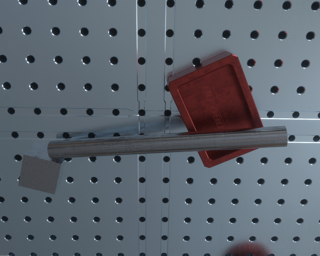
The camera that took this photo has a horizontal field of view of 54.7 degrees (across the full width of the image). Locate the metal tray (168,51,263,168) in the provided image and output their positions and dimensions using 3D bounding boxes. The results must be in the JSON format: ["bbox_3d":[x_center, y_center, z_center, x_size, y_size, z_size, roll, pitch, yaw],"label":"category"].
[{"bbox_3d":[0.076,-0.021,0.403,0.090,0.030,0.129,-24,109,8],"label":"metal tray"}]

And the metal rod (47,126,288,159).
[{"bbox_3d":[0.001,0.020,0.394,0.301,0.025,0.025,-4,111,11],"label":"metal rod"}]

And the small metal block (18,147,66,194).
[{"bbox_3d":[-0.164,0.060,0.433,0.050,0.025,0.050,16,109,-6],"label":"small metal block"}]
